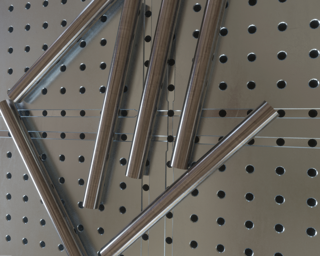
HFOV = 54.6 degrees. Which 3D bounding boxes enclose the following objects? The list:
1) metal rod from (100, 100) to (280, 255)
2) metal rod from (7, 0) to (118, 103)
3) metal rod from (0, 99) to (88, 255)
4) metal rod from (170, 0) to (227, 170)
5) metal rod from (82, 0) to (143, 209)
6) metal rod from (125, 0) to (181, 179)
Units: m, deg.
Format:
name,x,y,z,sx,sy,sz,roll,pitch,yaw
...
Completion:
name,x,y,z,sx,sy,sz,roll,pitch,yaw
metal rod,0.029,0.078,0.402,0.299,0.025,0.025,-45,76,14
metal rod,-0.123,-0.144,0.456,0.299,0.025,0.025,-41,77,15
metal rod,-0.177,0.088,0.476,0.025,0.025,0.299,-33,80,17
metal rod,0.057,-0.095,0.392,0.025,0.025,0.298,14,95,19
metal rod,-0.068,-0.033,0.437,0.025,0.025,0.298,14,95,19
metal rod,-0.004,-0.079,0.414,0.025,0.025,0.298,14,95,19
